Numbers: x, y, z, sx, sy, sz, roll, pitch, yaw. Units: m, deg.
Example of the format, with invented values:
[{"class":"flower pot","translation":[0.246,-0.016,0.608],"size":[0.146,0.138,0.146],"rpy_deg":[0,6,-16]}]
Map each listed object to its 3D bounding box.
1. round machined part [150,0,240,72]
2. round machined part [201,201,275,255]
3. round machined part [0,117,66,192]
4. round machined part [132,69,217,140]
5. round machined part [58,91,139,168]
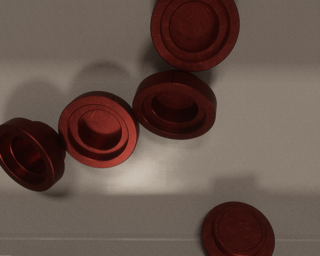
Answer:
[{"class":"round machined part","translation":[0.038,-0.117,0.360],"size":[0.099,0.042,0.097],"rpy_deg":[0,110,-1]},{"class":"round machined part","translation":[0.107,0.146,0.424],"size":[0.099,0.098,0.042],"rpy_deg":[-5,142,1]},{"class":"round machined part","translation":[-0.162,0.030,0.398],"size":[0.098,0.042,0.097],"rpy_deg":[12,122,21]},{"class":"round machined part","translation":[0.019,-0.032,0.376],"size":[0.099,0.042,0.097],"rpy_deg":[8,141,7]},{"class":"round machined part","translation":[-0.075,-0.001,0.398],"size":[0.099,0.042,0.097],"rpy_deg":[1,113,4]}]
